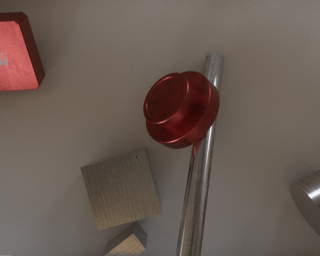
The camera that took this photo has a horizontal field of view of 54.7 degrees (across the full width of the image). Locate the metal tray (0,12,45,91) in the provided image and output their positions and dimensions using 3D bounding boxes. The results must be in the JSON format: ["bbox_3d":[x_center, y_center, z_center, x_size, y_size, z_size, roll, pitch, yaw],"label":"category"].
[{"bbox_3d":[-0.221,-0.090,0.381,0.131,0.030,0.089,-3,128,-1],"label":"metal tray"}]

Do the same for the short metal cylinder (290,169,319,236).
[{"bbox_3d":[0.210,0.094,0.387,0.050,0.080,0.080,-28,90,0],"label":"short metal cylinder"}]

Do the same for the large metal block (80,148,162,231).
[{"bbox_3d":[-0.047,0.075,0.398,0.080,0.050,0.080,-15,90,-1],"label":"large metal block"}]

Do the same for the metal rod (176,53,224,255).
[{"bbox_3d":[0.046,0.042,0.354,0.025,0.025,0.299,12,66,0],"label":"metal rod"}]

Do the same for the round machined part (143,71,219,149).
[{"bbox_3d":[0.018,-0.027,0.374,0.042,0.098,0.098,33,90,-40],"label":"round machined part"}]

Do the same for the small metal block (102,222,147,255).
[{"bbox_3d":[-0.044,0.152,0.398,0.050,0.050,0.025,-38,90,0],"label":"small metal block"}]
